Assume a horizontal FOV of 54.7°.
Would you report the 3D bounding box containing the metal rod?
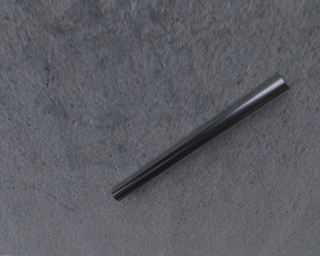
[{"bbox_3d":[0.039,0.025,0.429,0.299,0.025,0.025,-37,121,27],"label":"metal rod"}]
